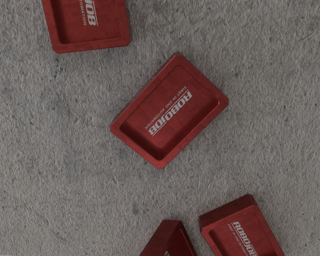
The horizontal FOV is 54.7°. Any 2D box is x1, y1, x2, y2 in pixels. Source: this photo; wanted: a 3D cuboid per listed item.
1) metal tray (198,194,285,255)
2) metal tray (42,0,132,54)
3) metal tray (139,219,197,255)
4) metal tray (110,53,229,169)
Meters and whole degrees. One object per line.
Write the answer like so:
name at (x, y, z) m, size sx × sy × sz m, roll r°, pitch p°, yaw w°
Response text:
metal tray at (0.127, 0.173, 0.471) m, size 0.090 × 0.030 × 0.130 m, roll -28°, pitch 108°, yaw 9°
metal tray at (-0.086, -0.155, 0.348) m, size 0.091 × 0.030 × 0.129 m, roll -6°, pitch 110°, yaw 2°
metal tray at (0.022, 0.212, 0.451) m, size 0.030 × 0.090 × 0.129 m, roll -9°, pitch 113°, yaw 35°
metal tray at (0.011, -0.020, 0.399) m, size 0.090 × 0.030 × 0.130 m, roll 40°, pitch 105°, yaw -14°
